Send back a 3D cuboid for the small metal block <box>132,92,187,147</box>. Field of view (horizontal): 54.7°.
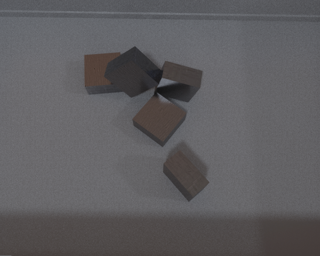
[{"bbox_3d":[-0.001,-0.011,0.414,0.050,0.025,0.050,36,74,12],"label":"small metal block"}]

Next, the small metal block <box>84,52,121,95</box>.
[{"bbox_3d":[-0.078,-0.077,0.437,0.050,0.025,0.050,-5,70,-2],"label":"small metal block"}]

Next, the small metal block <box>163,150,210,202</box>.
[{"bbox_3d":[0.030,0.059,0.375,0.025,0.050,0.050,-39,75,-13],"label":"small metal block"}]

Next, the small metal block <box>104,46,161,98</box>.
[{"bbox_3d":[-0.035,-0.071,0.401,0.050,0.050,0.025,-21,47,35],"label":"small metal block"}]

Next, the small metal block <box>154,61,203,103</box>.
[{"bbox_3d":[0.023,-0.060,0.414,0.050,0.050,0.025,13,70,-9],"label":"small metal block"}]
